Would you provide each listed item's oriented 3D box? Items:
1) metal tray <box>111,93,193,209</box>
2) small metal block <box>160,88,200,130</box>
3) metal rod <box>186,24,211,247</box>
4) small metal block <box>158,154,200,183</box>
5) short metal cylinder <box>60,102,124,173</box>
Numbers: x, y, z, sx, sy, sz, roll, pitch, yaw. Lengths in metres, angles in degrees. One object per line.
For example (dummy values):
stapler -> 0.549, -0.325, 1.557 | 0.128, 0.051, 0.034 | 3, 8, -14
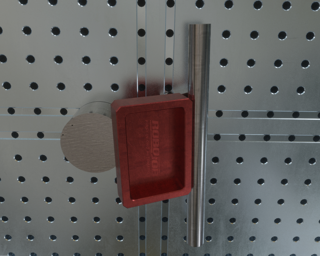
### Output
metal tray -> -0.008, 0.027, 0.378 | 0.091, 0.030, 0.129 | -9, 112, -18
small metal block -> 0.031, -0.024, 0.405 | 0.050, 0.025, 0.050 | -14, 110, 4
metal rod -> 0.047, 0.024, 0.396 | 0.025, 0.025, 0.298 | -1, 110, 0
small metal block -> 0.021, 0.059, 0.434 | 0.050, 0.025, 0.050 | 37, 106, -13
short metal cylinder -> -0.081, 0.011, 0.402 | 0.081, 0.050, 0.079 | 0, 110, -1
